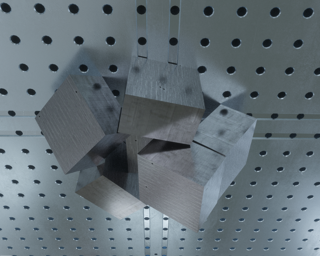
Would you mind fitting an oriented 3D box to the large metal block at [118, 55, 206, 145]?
[{"bbox_3d":[0.001,-0.033,0.348,0.080,0.080,0.050,10,129,-8],"label":"large metal block"}]

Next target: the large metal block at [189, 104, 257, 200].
[{"bbox_3d":[0.074,0.030,0.390,0.050,0.080,0.080,26,136,28],"label":"large metal block"}]

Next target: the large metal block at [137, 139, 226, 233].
[{"bbox_3d":[0.023,0.060,0.355,0.080,0.050,0.080,23,134,25],"label":"large metal block"}]

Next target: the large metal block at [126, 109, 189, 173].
[{"bbox_3d":[-0.001,0.014,0.407,0.080,0.050,0.080,1,130,-1],"label":"large metal block"}]

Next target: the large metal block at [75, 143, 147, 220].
[{"bbox_3d":[-0.062,0.066,0.429,0.050,0.080,0.080,-33,123,24],"label":"large metal block"}]

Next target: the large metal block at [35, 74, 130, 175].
[{"bbox_3d":[-0.089,-0.005,0.362,0.080,0.080,0.050,-41,163,29],"label":"large metal block"}]
